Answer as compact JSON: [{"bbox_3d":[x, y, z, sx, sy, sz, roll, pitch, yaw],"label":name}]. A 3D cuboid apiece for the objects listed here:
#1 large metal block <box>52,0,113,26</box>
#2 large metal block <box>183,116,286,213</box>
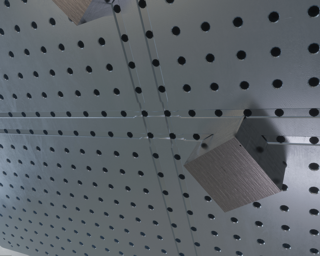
[{"bbox_3d":[-0.086,-0.173,0.334,0.080,0.050,0.080,46,129,-4],"label":"large metal block"},{"bbox_3d":[0.090,0.045,0.376,0.080,0.050,0.080,49,129,-7],"label":"large metal block"}]
